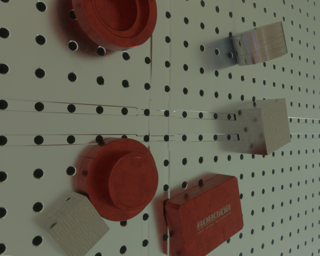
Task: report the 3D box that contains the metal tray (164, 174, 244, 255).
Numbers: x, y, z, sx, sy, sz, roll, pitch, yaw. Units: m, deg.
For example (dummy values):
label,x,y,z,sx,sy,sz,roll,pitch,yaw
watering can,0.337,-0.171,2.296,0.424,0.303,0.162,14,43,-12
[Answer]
label,x,y,z,sx,sy,sz,roll,pitch,yaw
metal tray,0.071,0.132,0.465,0.131,0.030,0.089,-16,101,-39

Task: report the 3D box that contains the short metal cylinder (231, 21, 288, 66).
label,x,y,z,sx,sy,sz,roll,pitch,yaw
short metal cylinder,0.163,-0.138,0.509,0.081,0.080,0.050,-28,108,-36

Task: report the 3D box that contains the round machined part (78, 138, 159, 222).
label,x,y,z,sx,sy,sz,roll,pitch,yaw
round machined part,-0.041,0.061,0.364,0.099,0.042,0.097,0,90,-40

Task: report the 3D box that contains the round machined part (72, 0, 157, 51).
label,x,y,z,sx,sy,sz,roll,pitch,yaw
round machined part,-0.054,-0.137,0.352,0.099,0.042,0.097,0,90,-40

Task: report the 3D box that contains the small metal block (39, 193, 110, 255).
label,x,y,z,sx,sy,sz,roll,pitch,yaw
small metal block,-0.091,0.107,0.333,0.050,0.025,0.050,-43,116,-31

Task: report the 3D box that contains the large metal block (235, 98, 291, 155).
label,x,y,z,sx,sy,sz,roll,pitch,yaw
large metal block,0.182,-0.004,0.546,0.081,0.050,0.080,-19,102,-38
